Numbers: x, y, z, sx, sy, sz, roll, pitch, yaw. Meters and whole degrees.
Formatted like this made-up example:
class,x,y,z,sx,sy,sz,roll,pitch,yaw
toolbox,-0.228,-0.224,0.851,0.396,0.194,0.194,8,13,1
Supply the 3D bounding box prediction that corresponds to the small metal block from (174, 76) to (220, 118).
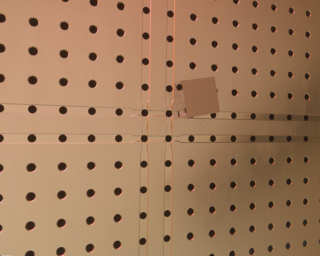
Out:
class,x,y,z,sx,sy,sz,roll,pitch,yaw
small metal block,0.052,-0.042,0.431,0.050,0.025,0.050,-11,94,-20
